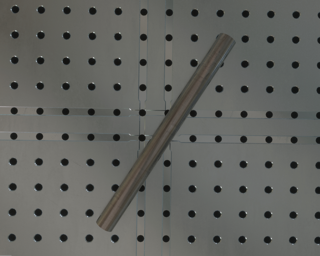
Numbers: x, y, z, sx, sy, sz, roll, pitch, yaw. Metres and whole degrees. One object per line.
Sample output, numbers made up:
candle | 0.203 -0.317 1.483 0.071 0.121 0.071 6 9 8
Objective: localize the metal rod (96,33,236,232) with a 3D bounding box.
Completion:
metal rod | 0.008 0.005 0.413 0.025 0.025 0.299 33 90 -1
